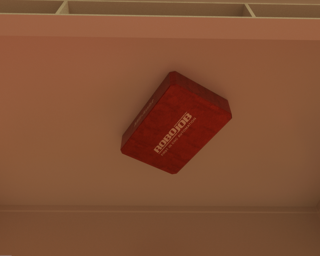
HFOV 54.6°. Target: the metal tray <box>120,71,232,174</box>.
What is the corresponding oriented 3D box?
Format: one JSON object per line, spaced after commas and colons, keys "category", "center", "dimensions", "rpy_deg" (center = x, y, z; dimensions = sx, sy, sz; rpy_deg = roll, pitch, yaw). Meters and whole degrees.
{"category": "metal tray", "center": [0.018, -0.001, 0.405], "dimensions": [0.090, 0.030, 0.129], "rpy_deg": [26, 126, -20]}
